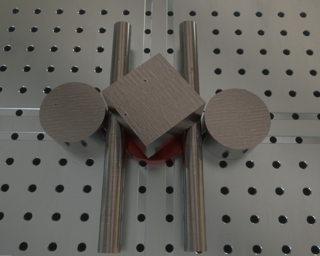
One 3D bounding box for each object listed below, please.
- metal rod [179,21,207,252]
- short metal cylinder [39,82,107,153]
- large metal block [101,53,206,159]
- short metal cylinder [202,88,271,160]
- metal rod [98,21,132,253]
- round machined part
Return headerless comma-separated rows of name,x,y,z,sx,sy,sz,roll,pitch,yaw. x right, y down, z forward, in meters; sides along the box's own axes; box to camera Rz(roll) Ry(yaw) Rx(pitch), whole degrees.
metal rod,0.039,-0.005,0.391,0.025,0.025,0.299,0,70,0
short metal cylinder,-0.107,-0.012,0.402,0.081,0.050,0.080,0,70,0
large metal block,-0.007,-0.025,0.357,0.080,0.050,0.080,-36,74,-12
short metal cylinder,0.094,-0.004,0.400,0.081,0.050,0.080,0,70,0
metal rod,-0.054,-0.004,0.390,0.025,0.025,0.299,1,70,0
round machined part,-0.007,-0.004,0.405,0.099,0.042,0.098,0,70,0
